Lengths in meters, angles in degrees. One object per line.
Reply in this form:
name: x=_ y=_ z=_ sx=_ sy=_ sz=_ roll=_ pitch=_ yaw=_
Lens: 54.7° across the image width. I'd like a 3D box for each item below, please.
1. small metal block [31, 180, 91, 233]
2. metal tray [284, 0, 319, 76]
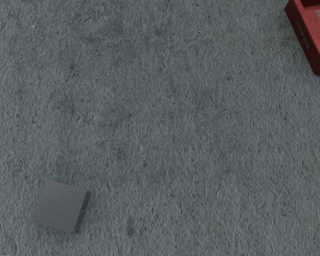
small metal block: x=-0.117 y=0.095 z=0.373 sx=0.050 sy=0.025 sz=0.050 roll=13 pitch=71 yaw=5
metal tray: x=0.254 y=-0.148 z=0.461 sx=0.091 sy=0.030 sz=0.130 roll=-12 pitch=71 yaw=-5
